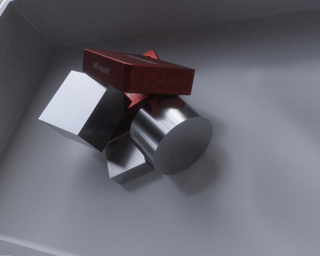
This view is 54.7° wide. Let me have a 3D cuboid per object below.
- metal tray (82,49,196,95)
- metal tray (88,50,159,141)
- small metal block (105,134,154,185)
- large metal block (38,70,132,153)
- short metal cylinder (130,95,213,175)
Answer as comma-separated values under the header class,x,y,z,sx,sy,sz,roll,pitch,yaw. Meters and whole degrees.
class,x,y,z,sx,sy,sz,roll,pitch,yaw
metal tray,-0.031,-0.071,0.383,0.130,0.091,0.030,31,117,52
metal tray,-0.046,-0.047,0.451,0.130,0.030,0.090,-30,52,8
small metal block,-0.040,0.038,0.400,0.050,0.025,0.050,-26,53,12
large metal block,-0.098,-0.024,0.411,0.080,0.050,0.080,18,71,34
short metal cylinder,0.013,0.007,0.357,0.080,0.080,0.050,-43,51,-2
